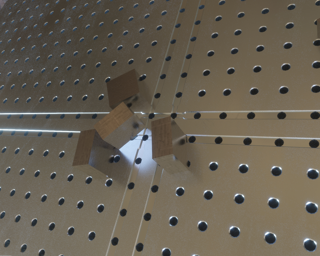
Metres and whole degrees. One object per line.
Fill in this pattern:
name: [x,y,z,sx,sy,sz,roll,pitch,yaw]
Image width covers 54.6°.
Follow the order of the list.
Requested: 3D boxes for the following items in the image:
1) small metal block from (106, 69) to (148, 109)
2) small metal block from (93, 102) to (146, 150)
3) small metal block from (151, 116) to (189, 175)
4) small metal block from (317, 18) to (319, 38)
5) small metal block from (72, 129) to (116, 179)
small metal block: [-0.051,-0.055,0.470,0.050,0.025,0.050,-24,53,14]
small metal block: [-0.053,-0.002,0.419,0.050,0.050,0.025,-40,65,1]
small metal block: [0.012,0.022,0.373,0.025,0.050,0.050,-15,56,20]
small metal block: [0.219,-0.112,0.362,0.050,0.025,0.050,-18,54,17]
small metal block: [-0.086,0.036,0.417,0.025,0.050,0.050,-9,58,24]
